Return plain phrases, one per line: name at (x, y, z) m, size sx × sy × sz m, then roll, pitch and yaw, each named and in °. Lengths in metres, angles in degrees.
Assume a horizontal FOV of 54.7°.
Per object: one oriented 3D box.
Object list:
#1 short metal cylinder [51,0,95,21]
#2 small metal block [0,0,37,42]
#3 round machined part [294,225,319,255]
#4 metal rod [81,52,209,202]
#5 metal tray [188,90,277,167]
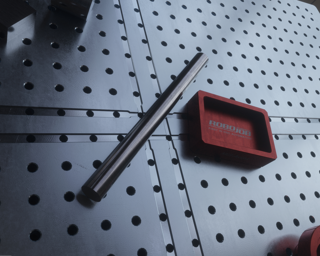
short metal cylinder at (-0.113, -0.199, 0.434) m, size 0.050 × 0.080 × 0.080 m, roll 21°, pitch 54°, yaw -17°
small metal block at (-0.195, -0.144, 0.391) m, size 0.050 × 0.025 × 0.050 m, roll 37°, pitch 51°, yaw -4°
round machined part at (0.219, 0.181, 0.407) m, size 0.099 × 0.042 × 0.098 m, roll 14°, pitch 56°, yaw -21°
metal rod at (-0.002, -0.023, 0.422) m, size 0.025 × 0.025 × 0.301 m, roll 39°, pitch 51°, yaw -2°
metal tray at (0.107, 0.002, 0.463) m, size 0.131 × 0.030 × 0.090 m, roll 13°, pitch 56°, yaw -21°
